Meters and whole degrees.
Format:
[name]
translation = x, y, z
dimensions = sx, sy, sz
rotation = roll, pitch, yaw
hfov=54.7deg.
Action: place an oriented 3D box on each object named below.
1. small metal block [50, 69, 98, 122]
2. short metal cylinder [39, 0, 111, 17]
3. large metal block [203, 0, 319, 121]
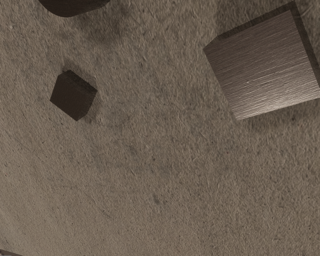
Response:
[small metal block]
translation = -0.124, -0.046, 0.441
dimensions = 0.050, 0.025, 0.050
rotation = 37, 129, 2
[short metal cylinder]
translation = -0.094, -0.166, 0.336
dimensions = 0.080, 0.050, 0.079
rotation = 13, 124, 20
[large metal block]
translation = 0.101, -0.063, 0.298
dimensions = 0.080, 0.050, 0.080
rotation = -18, 109, 34
